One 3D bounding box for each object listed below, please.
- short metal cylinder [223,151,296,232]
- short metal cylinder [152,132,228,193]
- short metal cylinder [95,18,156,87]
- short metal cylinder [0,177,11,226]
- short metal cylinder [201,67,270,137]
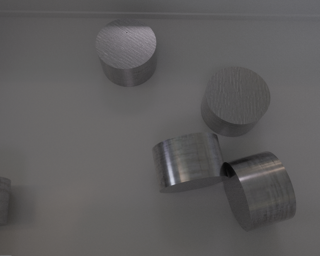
[{"bbox_3d":[0.110,0.071,0.355,0.050,0.080,0.080,-14,71,-5],"label":"short metal cylinder"},{"bbox_3d":[0.034,0.043,0.365,0.081,0.080,0.050,-10,71,-4],"label":"short metal cylinder"},{"bbox_3d":[-0.045,-0.105,0.434,0.081,0.050,0.080,0,70,0],"label":"short metal cylinder"},{"bbox_3d":[-0.214,0.084,0.348,0.081,0.080,0.050,-4,70,-2],"label":"short metal cylinder"},{"bbox_3d":[0.097,-0.033,0.409,0.081,0.050,0.080,0,70,0],"label":"short metal cylinder"}]
